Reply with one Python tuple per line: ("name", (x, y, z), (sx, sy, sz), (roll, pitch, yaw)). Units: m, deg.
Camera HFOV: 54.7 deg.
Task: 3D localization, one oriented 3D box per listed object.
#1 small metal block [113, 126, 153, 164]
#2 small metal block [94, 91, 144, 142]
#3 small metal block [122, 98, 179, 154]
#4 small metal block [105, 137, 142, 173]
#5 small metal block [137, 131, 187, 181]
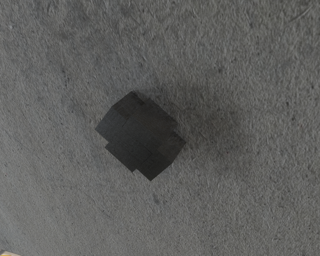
("small metal block", (-0.025, 0.010, 0.409), (0.050, 0.050, 0.025), (43, 129, -2))
("small metal block", (-0.052, -0.016, 0.408), (0.025, 0.050, 0.050), (43, 129, -2))
("small metal block", (-0.011, -0.004, 0.393), (0.050, 0.050, 0.025), (42, 129, -1))
("small metal block", (-0.038, 0.024, 0.425), (0.050, 0.050, 0.025), (43, 129, -2))
("small metal block", (0.002, 0.036, 0.411), (0.025, 0.050, 0.050), (43, 129, -2))
